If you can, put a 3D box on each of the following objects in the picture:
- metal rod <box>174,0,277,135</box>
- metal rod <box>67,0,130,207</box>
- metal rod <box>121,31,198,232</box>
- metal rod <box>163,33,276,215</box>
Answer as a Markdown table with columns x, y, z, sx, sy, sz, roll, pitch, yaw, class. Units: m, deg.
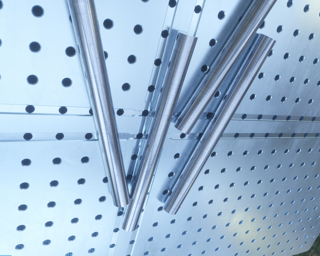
| x | y | z | sx | sy | sz | roll | pitch | yaw | class |
| --- | --- | --- | --- | --- | --- | --- | --- | --- | --- |
| 0.107 | -0.121 | 0.396 | 0.025 | 0.025 | 0.299 | 22 | 106 | -37 | metal rod |
| -0.066 | -0.018 | 0.364 | 0.025 | 0.025 | 0.298 | -18 | 126 | -19 | metal rod |
| -0.008 | 0.021 | 0.421 | 0.025 | 0.025 | 0.298 | 3 | 117 | -30 | metal rod |
| 0.080 | 0.005 | 0.460 | 0.025 | 0.025 | 0.298 | 15 | 111 | -35 | metal rod |
